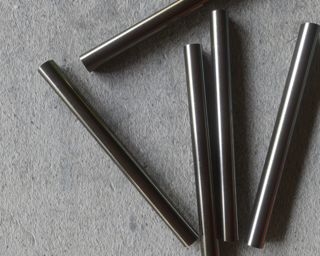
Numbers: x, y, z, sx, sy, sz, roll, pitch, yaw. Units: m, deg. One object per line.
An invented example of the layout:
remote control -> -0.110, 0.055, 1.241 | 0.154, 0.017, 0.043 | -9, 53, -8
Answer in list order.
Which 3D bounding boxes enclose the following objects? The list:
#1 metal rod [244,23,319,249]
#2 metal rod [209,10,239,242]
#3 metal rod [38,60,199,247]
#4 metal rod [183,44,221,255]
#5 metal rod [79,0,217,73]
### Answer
metal rod -> 0.162, 0.010, 0.410 | 0.025, 0.025, 0.298 | 15, 90, 0
metal rod -> 0.085, -0.003, 0.410 | 0.025, 0.025, 0.298 | -3, 90, 0
metal rod -> -0.054, 0.033, 0.409 | 0.025, 0.025, 0.300 | -40, 90, 0
metal rod -> 0.056, 0.040, 0.410 | 0.025, 0.025, 0.298 | -5, 90, 0
metal rod -> 0.031, -0.159, 0.409 | 0.301, 0.025, 0.025 | -30, 90, 0
